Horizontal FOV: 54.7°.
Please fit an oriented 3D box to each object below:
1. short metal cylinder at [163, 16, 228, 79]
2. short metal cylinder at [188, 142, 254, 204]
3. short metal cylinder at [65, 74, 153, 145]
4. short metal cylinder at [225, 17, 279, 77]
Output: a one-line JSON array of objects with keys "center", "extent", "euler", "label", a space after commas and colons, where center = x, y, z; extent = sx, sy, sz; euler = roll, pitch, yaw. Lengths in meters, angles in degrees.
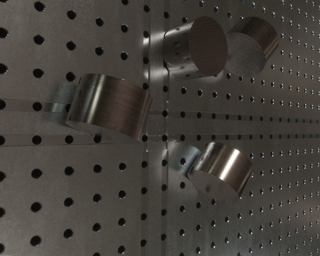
[{"center": [0.051, -0.111, 0.437], "extent": [0.081, 0.050, 0.079], "euler": [0, 91, -41], "label": "short metal cylinder"}, {"center": [0.088, 0.066, 0.450], "extent": [0.080, 0.080, 0.050], "euler": [50, 60, -29], "label": "short metal cylinder"}, {"center": [-0.053, -0.018, 0.330], "extent": [0.080, 0.080, 0.050], "euler": [24, 75, -38], "label": "short metal cylinder"}, {"center": [0.140, -0.128, 0.493], "extent": [0.050, 0.080, 0.080], "euler": [-48, 119, -29], "label": "short metal cylinder"}]
